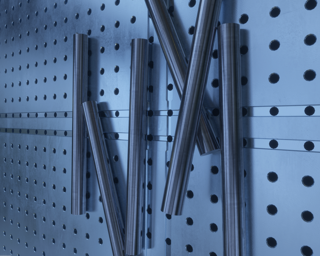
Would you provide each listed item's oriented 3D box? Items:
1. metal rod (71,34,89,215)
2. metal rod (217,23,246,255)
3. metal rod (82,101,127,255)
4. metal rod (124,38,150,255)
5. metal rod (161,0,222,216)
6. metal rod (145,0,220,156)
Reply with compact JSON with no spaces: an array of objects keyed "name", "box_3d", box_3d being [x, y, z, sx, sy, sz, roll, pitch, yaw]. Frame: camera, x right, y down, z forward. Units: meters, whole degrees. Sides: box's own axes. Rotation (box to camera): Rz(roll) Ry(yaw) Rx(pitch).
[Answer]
[{"name":"metal rod","box_3d":[-0.135,-0.006,0.522,0.025,0.025,0.298,2,91,40]},{"name":"metal rod","box_3d":[0.080,0.036,0.343,0.025,0.025,0.298,-2,89,40]},{"name":"metal rod","box_3d":[-0.079,0.101,0.475,0.025,0.025,0.299,-24,75,37]},{"name":"metal rod","box_3d":[-0.033,0.027,0.437,0.025,0.025,0.298,4,92,40]},{"name":"metal rod","box_3d":[0.041,-0.053,0.350,0.025,0.025,0.299,9,88,40]},{"name":"metal rod","box_3d":[0.013,-0.109,0.399,0.025,0.025,0.299,-29,72,36]}]
